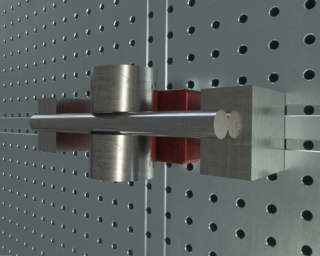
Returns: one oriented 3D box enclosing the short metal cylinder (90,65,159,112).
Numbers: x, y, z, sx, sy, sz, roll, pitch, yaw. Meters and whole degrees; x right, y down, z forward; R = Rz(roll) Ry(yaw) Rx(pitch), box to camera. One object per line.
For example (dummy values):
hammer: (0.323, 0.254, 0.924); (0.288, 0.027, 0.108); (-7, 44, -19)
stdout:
short metal cylinder: (-0.042, -0.043, 0.369); (0.080, 0.081, 0.050); (1, 91, 40)

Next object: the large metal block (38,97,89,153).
large metal block: (-0.142, -0.005, 0.489); (0.050, 0.081, 0.080); (1, 91, 40)

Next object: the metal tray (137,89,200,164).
metal tray: (-0.009, -0.003, 0.414); (0.130, 0.030, 0.089); (2, 91, 40)

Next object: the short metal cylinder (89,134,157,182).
short metal cylinder: (-0.044, 0.032, 0.371); (0.080, 0.081, 0.050); (1, 91, 40)

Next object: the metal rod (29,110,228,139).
metal rod: (-0.064, -0.005, 0.357); (0.300, 0.025, 0.025); (1, 91, 40)

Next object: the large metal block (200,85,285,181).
large metal block: (0.083, 0.004, 0.304); (0.050, 0.081, 0.080); (1, 91, 40)
